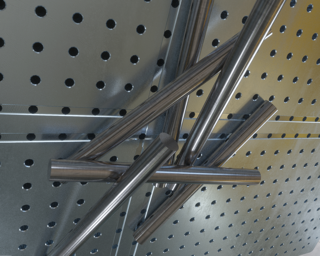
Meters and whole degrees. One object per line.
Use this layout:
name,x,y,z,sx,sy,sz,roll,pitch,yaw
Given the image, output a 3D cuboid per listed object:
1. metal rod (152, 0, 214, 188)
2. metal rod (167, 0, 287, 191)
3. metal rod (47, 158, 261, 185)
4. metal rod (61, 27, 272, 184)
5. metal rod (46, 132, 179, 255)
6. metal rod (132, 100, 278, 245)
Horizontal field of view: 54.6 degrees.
metal rod,0.028,-0.050,0.394,0.025,0.025,0.298,-2,119,-27
metal rod,0.064,-0.020,0.381,0.025,0.025,0.298,-3,136,-27
metal rod,0.013,0.060,0.407,0.302,0.025,0.025,6,115,-28
metal rod,-0.001,-0.029,0.367,0.300,0.025,0.025,-36,130,5
metal rod,-0.081,0.113,0.384,0.025,0.025,0.299,22,123,-36
metal rod,0.069,0.072,0.492,0.300,0.025,0.025,-46,129,4
